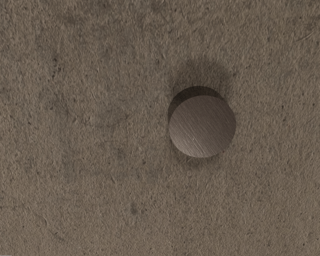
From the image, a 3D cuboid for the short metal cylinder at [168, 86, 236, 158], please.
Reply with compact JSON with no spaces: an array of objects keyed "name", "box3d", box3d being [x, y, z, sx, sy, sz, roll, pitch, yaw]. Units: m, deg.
[{"name":"short metal cylinder","box3d":[0.051,-0.009,0.394,0.081,0.050,0.079,0,110,-1]}]
